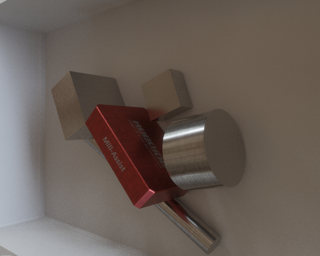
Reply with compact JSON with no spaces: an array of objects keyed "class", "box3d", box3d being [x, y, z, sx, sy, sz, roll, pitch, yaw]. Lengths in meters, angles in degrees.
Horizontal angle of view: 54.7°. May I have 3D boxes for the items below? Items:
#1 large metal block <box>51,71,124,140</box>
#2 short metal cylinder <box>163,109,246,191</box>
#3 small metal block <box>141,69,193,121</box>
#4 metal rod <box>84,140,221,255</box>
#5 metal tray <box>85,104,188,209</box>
[{"class":"large metal block","box3d":[-0.099,-0.030,0.448,0.050,0.081,0.080,-33,70,35]},{"class":"short metal cylinder","box3d":[0.048,0.024,0.328,0.050,0.081,0.080,-15,81,40]},{"class":"small metal block","box3d":[0.008,-0.041,0.395,0.050,0.025,0.050,-25,75,37]},{"class":"metal rod","box3d":[-0.040,0.062,0.436,0.300,0.025,0.025,35,112,34]},{"class":"metal tray","box3d":[-0.022,0.028,0.378,0.030,0.091,0.130,-51,61,27]}]
